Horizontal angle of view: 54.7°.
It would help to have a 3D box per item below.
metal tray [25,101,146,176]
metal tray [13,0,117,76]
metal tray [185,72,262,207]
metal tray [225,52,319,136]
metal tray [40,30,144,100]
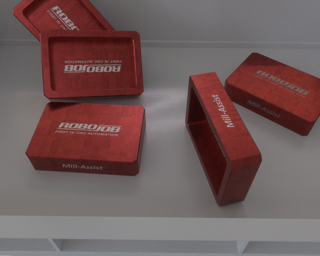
[{"bbox_3d":[-0.088,0.011,0.392,0.131,0.030,0.090,3,50,2],"label":"metal tray"},{"bbox_3d":[-0.129,-0.143,0.449,0.090,0.130,0.030,-44,17,-5],"label":"metal tray"},{"bbox_3d":[0.064,0.010,0.354,0.030,0.090,0.130,-11,51,-9],"label":"metal tray"},{"bbox_3d":[0.170,-0.054,0.448,0.130,0.030,0.090,31,56,23],"label":"metal tray"},{"bbox_3d":[-0.092,-0.086,0.428,0.131,0.030,0.089,-4,90,-14],"label":"metal tray"}]
